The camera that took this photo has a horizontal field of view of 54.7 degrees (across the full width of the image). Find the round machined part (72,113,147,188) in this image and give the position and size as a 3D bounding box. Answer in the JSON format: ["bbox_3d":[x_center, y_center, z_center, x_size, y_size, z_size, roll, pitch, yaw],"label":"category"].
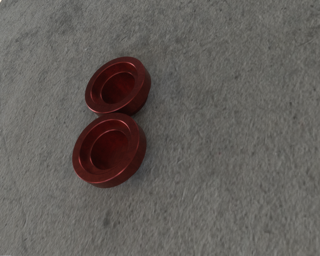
[{"bbox_3d":[-0.061,0.032,0.404,0.098,0.042,0.098,-13,56,20],"label":"round machined part"}]

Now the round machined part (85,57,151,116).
[{"bbox_3d":[-0.057,-0.053,0.454,0.098,0.042,0.098,-13,56,20],"label":"round machined part"}]
